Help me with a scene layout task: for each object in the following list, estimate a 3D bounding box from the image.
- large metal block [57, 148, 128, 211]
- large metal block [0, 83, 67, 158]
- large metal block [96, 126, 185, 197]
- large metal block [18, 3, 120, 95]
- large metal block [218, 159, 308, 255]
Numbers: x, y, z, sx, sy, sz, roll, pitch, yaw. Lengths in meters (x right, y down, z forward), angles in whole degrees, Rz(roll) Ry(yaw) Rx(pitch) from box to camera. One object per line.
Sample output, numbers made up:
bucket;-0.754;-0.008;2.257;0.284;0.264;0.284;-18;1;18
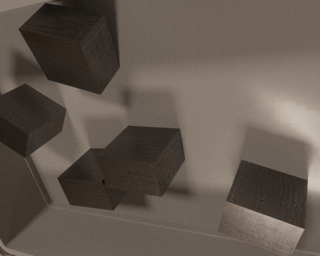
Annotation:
large metal block;-0.088;0.073;0.463;0.080;0.080;0.050;-1;118;28
large metal block;-0.204;-0.013;0.470;0.080;0.080;0.050;31;128;7
large metal block;-0.022;0.039;0.408;0.080;0.080;0.050;3;120;26
large metal block;-0.103;-0.093;0.369;0.080;0.050;0.080;17;149;18
large metal block;0.122;0.091;0.365;0.080;0.080;0.050;17;125;18
